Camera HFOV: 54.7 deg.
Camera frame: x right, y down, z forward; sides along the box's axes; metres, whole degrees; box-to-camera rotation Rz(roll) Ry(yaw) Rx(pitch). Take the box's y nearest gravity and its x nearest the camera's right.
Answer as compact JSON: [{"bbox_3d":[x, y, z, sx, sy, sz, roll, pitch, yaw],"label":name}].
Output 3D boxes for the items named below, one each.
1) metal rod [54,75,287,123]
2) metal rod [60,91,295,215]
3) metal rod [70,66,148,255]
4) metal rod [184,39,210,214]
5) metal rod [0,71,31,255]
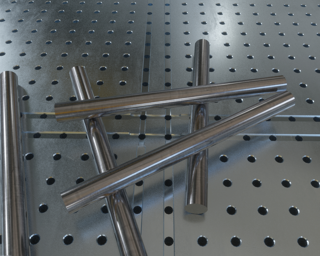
[{"bbox_3d":[0.020,-0.039,0.407,0.302,0.025,0.025,-8,51,-7],"label":"metal rod"},{"bbox_3d":[0.036,0.019,0.358,0.302,0.025,0.025,-23,54,-19],"label":"metal rod"},{"bbox_3d":[-0.075,0.022,0.387,0.025,0.025,0.300,-16,52,-13],"label":"metal rod"},{"bbox_3d":[0.055,-0.027,0.430,0.025,0.025,0.300,5,50,4],"label":"metal rod"},{"bbox_3d":[-0.181,0.032,0.378,0.025,0.025,0.299,-15,52,-12],"label":"metal rod"}]
